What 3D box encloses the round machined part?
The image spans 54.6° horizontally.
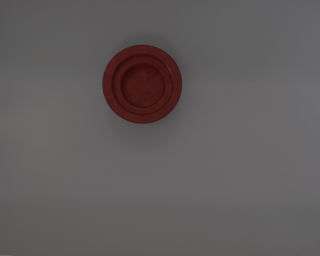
[{"bbox_3d":[-0.022,-0.054,0.403,0.099,0.042,0.097,0,90,0],"label":"round machined part"}]
